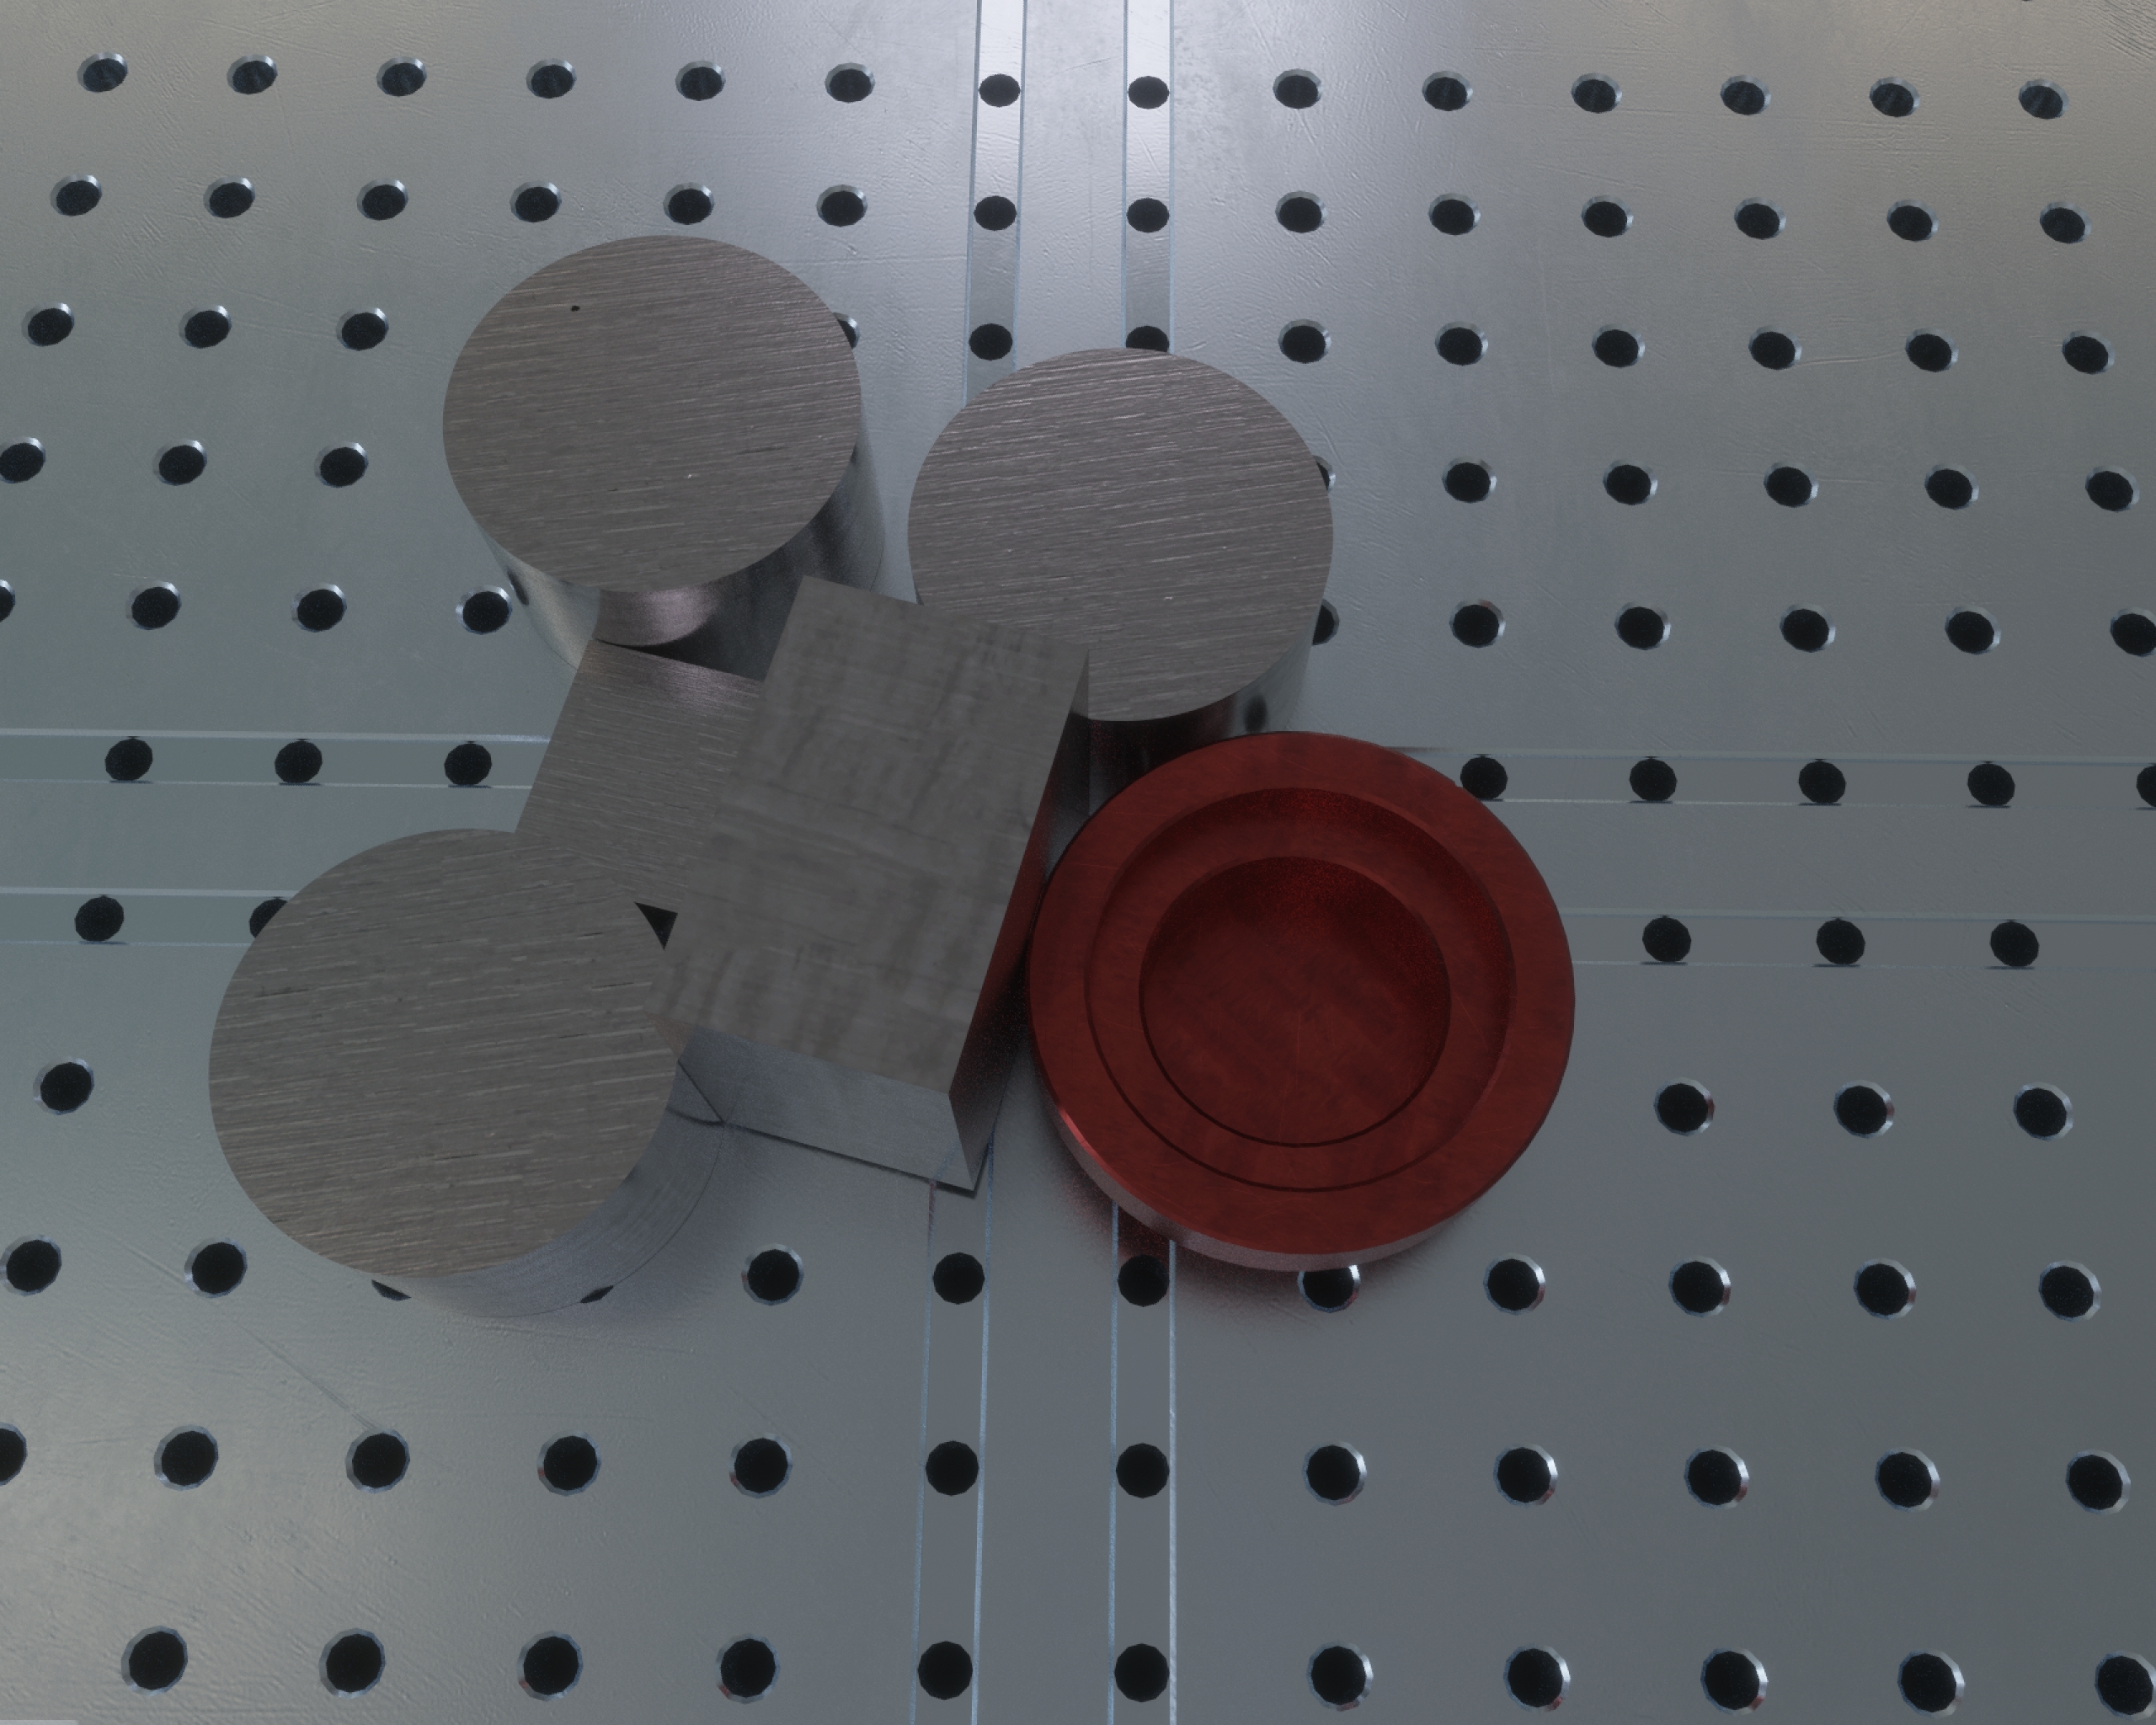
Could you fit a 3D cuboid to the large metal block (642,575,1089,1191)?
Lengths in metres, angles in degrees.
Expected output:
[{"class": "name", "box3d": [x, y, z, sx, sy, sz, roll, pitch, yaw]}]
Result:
[{"class": "large metal block", "box3d": [-0.033, 0.007, 0.376, 0.050, 0.080, 0.080, 15, 71, 5]}]

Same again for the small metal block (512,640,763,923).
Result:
[{"class": "small metal block", "box3d": [-0.079, -0.011, 0.415, 0.050, 0.025, 0.050, 14, 71, 5]}]

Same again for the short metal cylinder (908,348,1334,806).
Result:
[{"class": "short metal cylinder", "box3d": [0.008, -0.055, 0.418, 0.081, 0.050, 0.080, 0, 70, 0]}]

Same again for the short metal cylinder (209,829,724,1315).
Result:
[{"class": "short metal cylinder", "box3d": [-0.109, 0.040, 0.383, 0.081, 0.050, 0.080, 0, 70, 0]}]

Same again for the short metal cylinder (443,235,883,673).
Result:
[{"class": "short metal cylinder", "box3d": [-0.082, -0.080, 0.426, 0.081, 0.050, 0.080, 0, 70, 0]}]

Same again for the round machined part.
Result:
[{"class": "round machined part", "box3d": [0.040, 0.028, 0.392, 0.099, 0.042, 0.098, 0, 70, 0]}]
